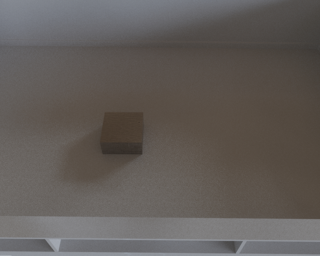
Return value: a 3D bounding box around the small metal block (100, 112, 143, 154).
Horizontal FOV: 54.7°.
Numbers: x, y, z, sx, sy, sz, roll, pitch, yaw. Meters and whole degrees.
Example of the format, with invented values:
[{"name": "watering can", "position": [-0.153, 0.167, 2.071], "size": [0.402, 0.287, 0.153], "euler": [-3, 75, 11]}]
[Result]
[{"name": "small metal block", "position": [-0.047, 0.006, 0.399], "size": [0.050, 0.025, 0.050], "euler": [0, 50, 0]}]
